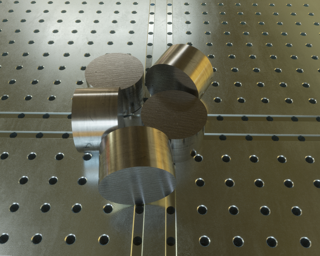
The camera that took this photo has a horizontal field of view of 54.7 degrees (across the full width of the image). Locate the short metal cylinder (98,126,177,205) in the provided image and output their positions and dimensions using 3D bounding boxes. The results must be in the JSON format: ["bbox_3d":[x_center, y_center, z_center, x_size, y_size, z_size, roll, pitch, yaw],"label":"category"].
[{"bbox_3d":[-0.025,0.042,0.335,0.081,0.080,0.050,-5,51,-4],"label":"short metal cylinder"}]

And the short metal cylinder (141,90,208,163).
[{"bbox_3d":[0.017,-0.002,0.393,0.081,0.050,0.080,1,50,0],"label":"short metal cylinder"}]

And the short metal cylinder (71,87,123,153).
[{"bbox_3d":[-0.073,-0.010,0.381,0.050,0.080,0.080,-1,50,-2],"label":"short metal cylinder"}]

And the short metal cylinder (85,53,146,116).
[{"bbox_3d":[-0.062,-0.063,0.443,0.080,0.050,0.080,0,50,1],"label":"short metal cylinder"}]

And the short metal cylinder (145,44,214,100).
[{"bbox_3d":[0.027,-0.068,0.429,0.080,0.080,0.050,23,53,18],"label":"short metal cylinder"}]
